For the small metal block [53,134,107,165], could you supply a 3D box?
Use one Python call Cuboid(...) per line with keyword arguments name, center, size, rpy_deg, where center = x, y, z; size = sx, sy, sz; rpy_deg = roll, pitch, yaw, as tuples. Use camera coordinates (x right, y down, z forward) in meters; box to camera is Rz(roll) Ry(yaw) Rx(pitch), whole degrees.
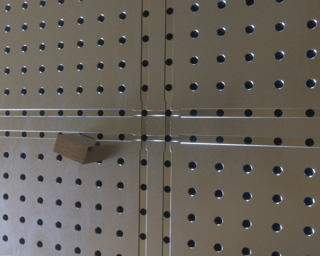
Cuboid(name="small metal block", center=(-0.111, 0.028, 0.437), size=(0.050, 0.050, 0.025), rpy_deg=(20, 97, 18))
